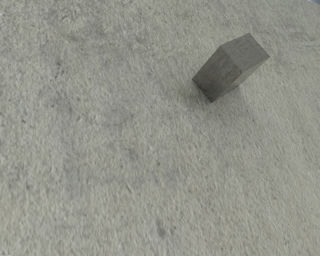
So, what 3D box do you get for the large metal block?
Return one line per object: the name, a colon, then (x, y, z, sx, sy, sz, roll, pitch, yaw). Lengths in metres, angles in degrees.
large metal block: (0.110, -0.094, 0.484, 0.081, 0.080, 0.050, -31, 79, -38)
